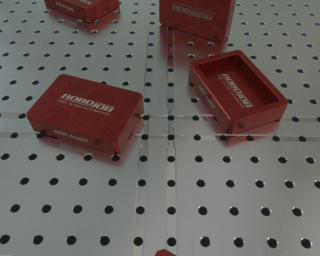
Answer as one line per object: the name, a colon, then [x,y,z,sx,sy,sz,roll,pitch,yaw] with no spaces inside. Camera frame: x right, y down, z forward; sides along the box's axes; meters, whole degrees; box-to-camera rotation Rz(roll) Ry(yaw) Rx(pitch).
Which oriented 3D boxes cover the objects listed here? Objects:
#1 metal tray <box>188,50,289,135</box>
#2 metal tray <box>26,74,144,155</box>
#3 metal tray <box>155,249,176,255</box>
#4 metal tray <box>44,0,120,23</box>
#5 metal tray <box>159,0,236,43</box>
metal tray: [0.109,-0.057,0.453,0.091,0.030,0.130,-17,52,-14]
metal tray: [-0.099,-0.022,0.423,0.130,0.030,0.090,15,52,12]
metal tray: [0.034,0.175,0.257,0.130,0.030,0.090,24,54,19]
metal tray: [-0.159,-0.264,0.625,0.130,0.030,0.090,28,55,22]
metal tray: [0.063,-0.212,0.544,0.130,0.090,0.030,23,54,18]
